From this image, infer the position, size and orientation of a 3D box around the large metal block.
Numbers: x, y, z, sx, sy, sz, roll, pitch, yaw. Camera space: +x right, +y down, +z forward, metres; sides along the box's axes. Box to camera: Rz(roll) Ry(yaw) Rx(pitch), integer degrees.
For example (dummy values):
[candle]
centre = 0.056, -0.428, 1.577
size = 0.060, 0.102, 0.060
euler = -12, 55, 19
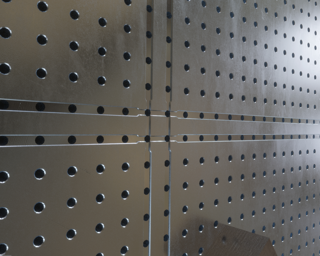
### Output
[large metal block]
centre = 0.121, 0.204, 0.473
size = 0.080, 0.080, 0.050
euler = -42, 116, -32
